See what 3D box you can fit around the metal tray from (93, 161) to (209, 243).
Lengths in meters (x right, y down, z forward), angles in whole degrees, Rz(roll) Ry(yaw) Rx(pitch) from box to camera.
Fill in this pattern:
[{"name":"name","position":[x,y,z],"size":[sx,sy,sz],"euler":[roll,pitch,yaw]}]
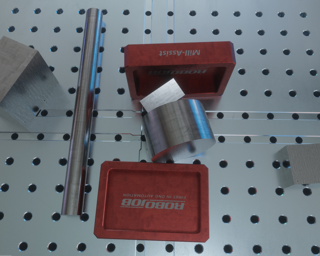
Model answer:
[{"name":"metal tray","position":[-0.008,0.089,0.376],"size":[0.131,0.030,0.090],"euler":[2,70,0]}]

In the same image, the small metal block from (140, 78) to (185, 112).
[{"name":"small metal block","position":[0.003,-0.037,0.405],"size":[0.050,0.050,0.025],"euler":[-35,90,-1]}]

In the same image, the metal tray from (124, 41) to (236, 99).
[{"name":"metal tray","position":[0.023,-0.072,0.403],"size":[0.131,0.090,0.030],"euler":[-2,70,-1]}]

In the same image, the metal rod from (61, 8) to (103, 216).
[{"name":"metal rod","position":[-0.103,-0.035,0.423],"size":[0.025,0.025,0.299],"euler":[1,70,0]}]

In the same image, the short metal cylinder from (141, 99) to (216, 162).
[{"name":"short metal cylinder","position":[0.022,0.006,0.380],"size":[0.081,0.080,0.050],"euler":[-15,71,-5]}]

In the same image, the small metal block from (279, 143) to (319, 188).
[{"name":"small metal block","position":[0.186,0.048,0.395],"size":[0.050,0.025,0.050],"euler":[-3,70,-1]}]

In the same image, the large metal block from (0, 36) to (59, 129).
[{"name":"large metal block","position":[-0.187,-0.056,0.402],"size":[0.050,0.080,0.080],"euler":[24,72,8]}]
